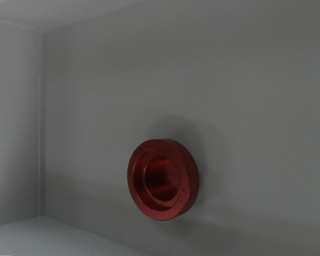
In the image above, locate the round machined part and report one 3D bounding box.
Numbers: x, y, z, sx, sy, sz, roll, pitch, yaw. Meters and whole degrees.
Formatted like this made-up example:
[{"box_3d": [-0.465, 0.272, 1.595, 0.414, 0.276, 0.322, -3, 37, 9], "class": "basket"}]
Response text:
[{"box_3d": [0.008, 0.062, 0.387, 0.098, 0.042, 0.097, 0, 90, 39], "class": "round machined part"}]
